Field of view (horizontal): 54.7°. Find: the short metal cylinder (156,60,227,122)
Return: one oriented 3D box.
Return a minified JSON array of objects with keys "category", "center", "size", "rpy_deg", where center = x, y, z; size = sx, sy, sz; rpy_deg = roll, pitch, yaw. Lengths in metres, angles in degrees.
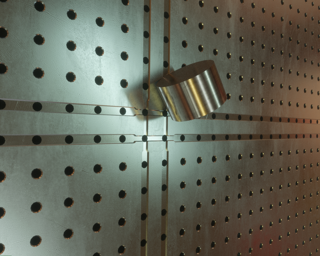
[{"category":"short metal cylinder","center":[0.042,-0.050,0.411],"size":[0.080,0.080,0.050],"rpy_deg":[-39,114,-33]}]
